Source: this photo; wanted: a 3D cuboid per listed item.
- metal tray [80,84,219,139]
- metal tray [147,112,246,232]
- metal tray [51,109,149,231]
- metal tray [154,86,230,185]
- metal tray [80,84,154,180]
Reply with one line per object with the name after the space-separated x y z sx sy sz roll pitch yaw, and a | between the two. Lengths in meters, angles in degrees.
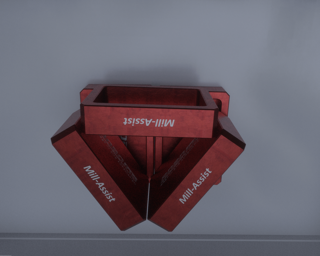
-0.010 -0.021 0.334 0.131 0.090 0.030 2 111 -1 | metal tray
0.036 0.044 0.358 0.030 0.090 0.129 34 107 -12 | metal tray
-0.061 0.041 0.357 0.030 0.090 0.130 -30 108 11 | metal tray
0.039 0.011 0.412 0.091 0.030 0.129 1 109 -1 | metal tray
-0.053 0.009 0.411 0.091 0.030 0.129 0 109 0 | metal tray
